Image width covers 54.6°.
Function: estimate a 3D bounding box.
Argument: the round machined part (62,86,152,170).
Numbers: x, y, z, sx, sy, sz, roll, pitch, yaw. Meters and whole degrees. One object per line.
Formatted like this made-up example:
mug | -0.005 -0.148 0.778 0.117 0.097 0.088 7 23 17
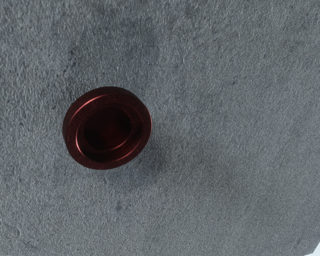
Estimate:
round machined part | -0.062 -0.003 0.359 0.099 0.042 0.097 -14 124 -21
